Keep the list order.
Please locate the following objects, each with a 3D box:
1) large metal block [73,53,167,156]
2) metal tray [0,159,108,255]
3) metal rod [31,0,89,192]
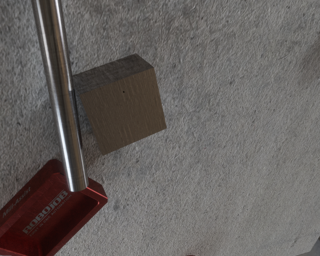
[{"bbox_3d":[-0.045,-0.028,0.350,0.081,0.050,0.080,-23,127,-15],"label":"large metal block"},{"bbox_3d":[-0.143,0.110,0.394,0.130,0.030,0.090,-45,130,3],"label":"metal tray"},{"bbox_3d":[-0.098,-0.068,0.292,0.025,0.025,0.298,-13,118,-22],"label":"metal rod"}]
